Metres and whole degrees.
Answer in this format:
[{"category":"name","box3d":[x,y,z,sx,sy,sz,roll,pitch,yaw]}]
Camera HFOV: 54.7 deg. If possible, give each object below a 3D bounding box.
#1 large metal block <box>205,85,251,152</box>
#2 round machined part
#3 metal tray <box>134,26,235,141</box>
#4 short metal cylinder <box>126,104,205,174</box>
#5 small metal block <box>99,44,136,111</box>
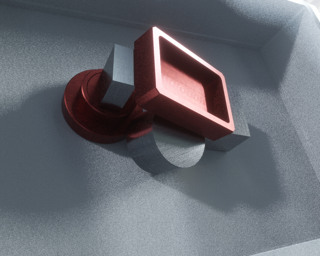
[{"category":"large metal block","box3d":[0.072,-0.017,0.437,0.081,0.050,0.080,9,58,-24]},{"category":"round machined part","box3d":[-0.066,-0.033,0.378,0.099,0.042,0.098,14,56,-21]},{"category":"metal tray","box3d":[0.030,-0.047,0.356,0.131,0.030,0.090,23,51,-39]},{"category":"short metal cylinder","box3d":[0.008,0.012,0.371,0.081,0.050,0.080,15,66,-36]},{"category":"small metal block","box3d":[-0.047,-0.055,0.343,0.025,0.050,0.050,12,57,-22]}]
